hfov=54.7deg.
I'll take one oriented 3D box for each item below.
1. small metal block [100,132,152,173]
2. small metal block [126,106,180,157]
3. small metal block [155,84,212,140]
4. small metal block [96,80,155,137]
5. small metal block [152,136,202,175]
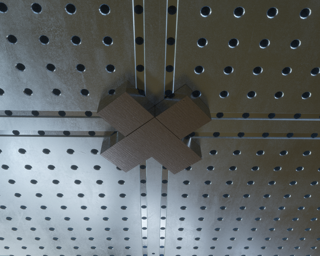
[{"bbox_3d":[-0.047,0.030,0.437,0.050,0.025,0.050,-34,123,25],"label":"small metal block"},{"bbox_3d":[-0.009,0.006,0.415,0.050,0.025,0.050,-34,123,25],"label":"small metal block"},{"bbox_3d":[0.029,-0.019,0.395,0.050,0.025,0.050,-34,123,25],"label":"small metal block"},{"bbox_3d":[-0.042,-0.023,0.391,0.050,0.025,0.050,-33,123,25],"label":"small metal block"},{"bbox_3d":[0.024,0.034,0.441,0.050,0.025,0.050,-33,123,25],"label":"small metal block"}]
